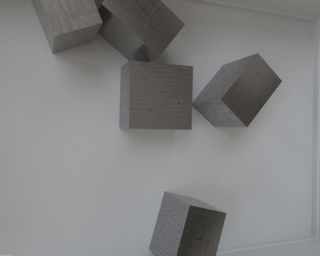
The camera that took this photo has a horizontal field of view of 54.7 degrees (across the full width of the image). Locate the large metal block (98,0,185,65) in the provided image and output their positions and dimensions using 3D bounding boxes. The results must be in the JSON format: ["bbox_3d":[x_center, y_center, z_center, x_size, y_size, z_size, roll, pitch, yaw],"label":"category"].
[{"bbox_3d":[-0.030,-0.122,0.371,0.080,0.080,0.050,40,77,-16],"label":"large metal block"}]

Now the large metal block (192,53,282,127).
[{"bbox_3d":[0.101,-0.047,0.420,0.050,0.080,0.080,44,76,-15],"label":"large metal block"}]

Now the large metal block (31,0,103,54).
[{"bbox_3d":[-0.108,-0.136,0.341,0.050,0.080,0.080,-23,98,-19],"label":"large metal block"}]

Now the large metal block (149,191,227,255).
[{"bbox_3d":[0.032,0.133,0.395,0.050,0.080,0.080,18,84,-20],"label":"large metal block"}]

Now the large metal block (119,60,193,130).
[{"bbox_3d":[-0.006,-0.038,0.396,0.081,0.050,0.079,1,90,-21],"label":"large metal block"}]
